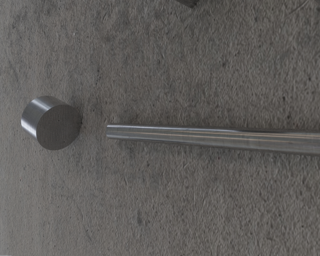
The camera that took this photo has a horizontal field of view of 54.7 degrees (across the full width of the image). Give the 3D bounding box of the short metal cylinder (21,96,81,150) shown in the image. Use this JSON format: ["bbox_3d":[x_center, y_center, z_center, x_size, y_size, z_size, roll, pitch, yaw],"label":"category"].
[{"bbox_3d":[-0.181,-0.009,0.518,0.050,0.081,0.079,26,106,37],"label":"short metal cylinder"}]

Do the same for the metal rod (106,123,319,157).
[{"bbox_3d":[0.044,0.010,0.368,0.300,0.025,0.025,2,92,40],"label":"metal rod"}]

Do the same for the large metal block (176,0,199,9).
[{"bbox_3d":[0.027,-0.193,0.346,0.080,0.081,0.050,-44,64,31],"label":"large metal block"}]

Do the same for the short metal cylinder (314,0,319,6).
[{"bbox_3d":[0.159,-0.125,0.238,0.080,0.081,0.050,-45,63,31],"label":"short metal cylinder"}]
